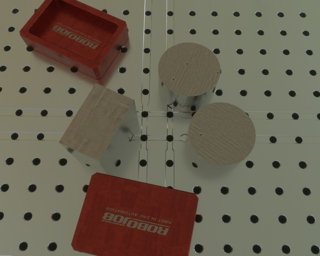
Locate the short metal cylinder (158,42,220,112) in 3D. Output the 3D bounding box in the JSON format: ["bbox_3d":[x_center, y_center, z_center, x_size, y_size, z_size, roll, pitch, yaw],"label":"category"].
[{"bbox_3d":[0.038,-0.069,0.424,0.081,0.050,0.080,0,70,0],"label":"short metal cylinder"}]

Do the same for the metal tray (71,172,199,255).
[{"bbox_3d":[-0.027,0.111,0.368,0.131,0.030,0.090,12,70,4],"label":"metal tray"}]

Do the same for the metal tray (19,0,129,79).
[{"bbox_3d":[-0.124,-0.139,0.458,0.130,0.030,0.090,26,72,9],"label":"metal tray"}]

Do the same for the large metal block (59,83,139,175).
[{"bbox_3d":[-0.069,0.005,0.380,0.050,0.080,0.080,24,72,8],"label":"large metal block"}]

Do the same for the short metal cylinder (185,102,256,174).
[{"bbox_3d":[0.074,0.014,0.394,0.081,0.050,0.080,0,70,0],"label":"short metal cylinder"}]
